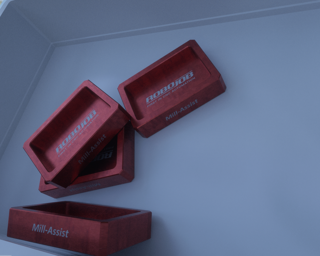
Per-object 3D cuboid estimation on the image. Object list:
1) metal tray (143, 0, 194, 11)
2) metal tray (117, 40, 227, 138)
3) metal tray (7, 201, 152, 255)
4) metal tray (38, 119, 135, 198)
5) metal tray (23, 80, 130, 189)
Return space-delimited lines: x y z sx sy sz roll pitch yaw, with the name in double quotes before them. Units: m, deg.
"metal tray" 0.031 -0.271 0.554 0.090 0.030 0.130 8 65 31
"metal tray" 0.013 -0.055 0.428 0.130 0.030 0.090 -31 52 7
"metal tray" -0.086 0.105 0.340 0.130 0.090 0.030 -1 83 27
"metal tray" -0.100 0.040 0.428 0.130 0.030 0.090 -15 56 19
"metal tray" -0.114 0.005 0.417 0.130 0.030 0.090 -48 52 -6
